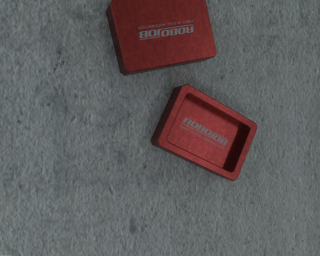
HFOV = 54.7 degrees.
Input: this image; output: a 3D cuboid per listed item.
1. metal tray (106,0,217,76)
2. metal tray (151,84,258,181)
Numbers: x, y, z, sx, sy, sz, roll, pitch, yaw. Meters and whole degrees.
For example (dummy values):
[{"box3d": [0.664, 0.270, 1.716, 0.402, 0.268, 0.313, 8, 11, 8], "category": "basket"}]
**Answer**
[{"box3d": [0.004, -0.126, 0.409, 0.131, 0.030, 0.089, -15, 95, -20], "category": "metal tray"}, {"box3d": [0.064, 0.008, 0.431, 0.131, 0.030, 0.090, 27, 81, -19], "category": "metal tray"}]
